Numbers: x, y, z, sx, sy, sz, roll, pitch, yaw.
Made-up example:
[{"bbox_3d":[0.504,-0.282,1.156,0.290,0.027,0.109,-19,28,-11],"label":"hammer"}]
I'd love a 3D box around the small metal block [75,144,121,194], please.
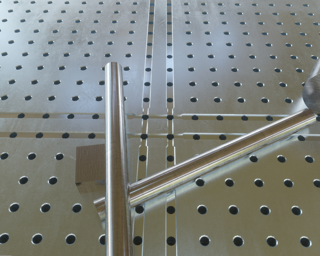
[{"bbox_3d":[-0.072,0.047,0.368,0.050,0.025,0.050,-6,50,-6],"label":"small metal block"}]

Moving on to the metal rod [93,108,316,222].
[{"bbox_3d":[0.067,0.037,0.376,0.302,0.025,0.025,-21,53,-17],"label":"metal rod"}]

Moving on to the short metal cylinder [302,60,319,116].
[{"bbox_3d":[0.243,-0.057,0.421,0.080,0.080,0.050,25,55,19],"label":"short metal cylinder"}]

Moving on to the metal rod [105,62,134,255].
[{"bbox_3d":[-0.050,0.026,0.352,0.025,0.025,0.300,-5,49,-4],"label":"metal rod"}]
